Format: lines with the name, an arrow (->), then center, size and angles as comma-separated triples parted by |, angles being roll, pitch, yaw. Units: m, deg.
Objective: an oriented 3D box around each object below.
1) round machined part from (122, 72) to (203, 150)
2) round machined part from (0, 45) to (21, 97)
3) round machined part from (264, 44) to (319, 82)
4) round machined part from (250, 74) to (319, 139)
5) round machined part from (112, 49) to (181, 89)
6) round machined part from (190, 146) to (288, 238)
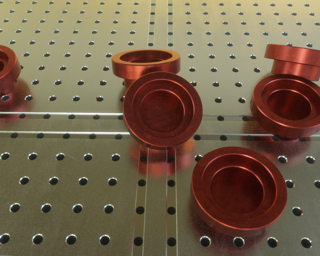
round machined part -> 0.002, -0.019, 0.397 | 0.099, 0.042, 0.098 | 2, 74, -7
round machined part -> -0.258, -0.078, 0.462 | 0.099, 0.042, 0.098 | 0, 50, 0
round machined part -> 0.204, -0.096, 0.459 | 0.099, 0.042, 0.098 | 8, 16, -2
round machined part -> 0.171, -0.025, 0.418 | 0.099, 0.042, 0.098 | 0, 51, 0
round machined part -> -0.019, -0.084, 0.453 | 0.099, 0.042, 0.098 | -1, 26, 1
round machined part -> 0.082, 0.071, 0.337 | 0.099, 0.042, 0.098 | 0, 50, 0
